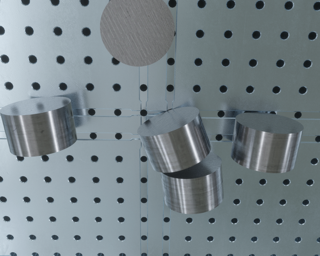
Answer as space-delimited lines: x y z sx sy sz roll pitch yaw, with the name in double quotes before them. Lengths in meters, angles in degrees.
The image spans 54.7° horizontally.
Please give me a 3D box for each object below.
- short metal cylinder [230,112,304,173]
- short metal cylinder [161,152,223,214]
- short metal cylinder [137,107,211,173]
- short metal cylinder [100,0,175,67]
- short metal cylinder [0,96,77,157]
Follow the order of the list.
"short metal cylinder" 0.133 0.016 0.391 0.081 0.080 0.050 3 110 -1
"short metal cylinder" 0.042 0.069 0.410 0.080 0.080 0.050 -7 110 2
"short metal cylinder" 0.018 0.013 0.389 0.080 0.080 0.050 -18 109 6
"short metal cylinder" -0.024 -0.115 0.357 0.081 0.050 0.079 0 110 0
"short metal cylinder" -0.147 -0.004 0.381 0.080 0.080 0.050 -4 110 1
